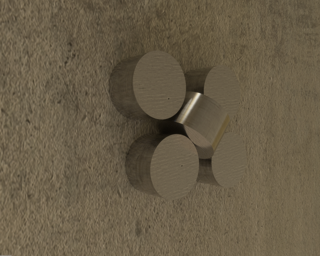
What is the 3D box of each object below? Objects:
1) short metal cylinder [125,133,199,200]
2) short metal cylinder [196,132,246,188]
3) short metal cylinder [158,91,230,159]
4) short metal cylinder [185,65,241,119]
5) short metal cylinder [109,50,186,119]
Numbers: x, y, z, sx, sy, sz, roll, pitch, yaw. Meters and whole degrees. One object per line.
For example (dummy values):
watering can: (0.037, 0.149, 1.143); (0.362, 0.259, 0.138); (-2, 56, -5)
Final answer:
short metal cylinder: (0.004, 0.047, 0.394); (0.081, 0.050, 0.079); (0, 90, -40)
short metal cylinder: (0.084, 0.045, 0.462); (0.081, 0.050, 0.079); (0, 90, -40)
short metal cylinder: (0.045, -0.003, 0.411); (0.080, 0.080, 0.050); (47, 62, -30)
short metal cylinder: (0.072, -0.048, 0.450); (0.081, 0.050, 0.079); (0, 90, -40)
short metal cylinder: (-0.015, -0.050, 0.378); (0.081, 0.050, 0.079); (0, 90, -40)
